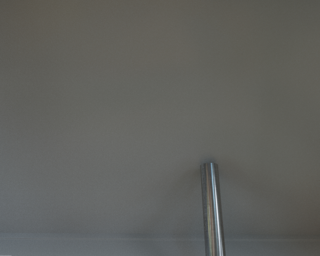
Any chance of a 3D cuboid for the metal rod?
[{"bbox_3d":[0.070,0.188,0.372,0.025,0.299,0.025,0,155,0],"label":"metal rod"}]
